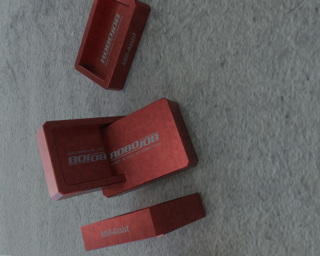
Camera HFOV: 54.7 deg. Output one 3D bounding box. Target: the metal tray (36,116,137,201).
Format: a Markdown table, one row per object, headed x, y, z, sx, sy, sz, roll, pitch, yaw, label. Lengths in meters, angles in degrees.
| x | y | z | sx | sy | sz | roll | pitch | yaw | label |
| --- | --- | --- | --- | --- | --- | --- | --- | --- | --- |
| -0.081 | 0.033 | 0.399 | 0.030 | 0.131 | 0.090 | -35 | 68 | 47 | metal tray |

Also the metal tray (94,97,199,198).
| x | y | z | sx | sy | sz | roll | pitch | yaw | label |
| --- | --- | --- | --- | --- | --- | --- | --- | --- | --- |
| -0.026 | 0.028 | 0.402 | 0.130 | 0.030 | 0.090 | -25 | 74 | 23 | metal tray |

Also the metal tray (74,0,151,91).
| x | y | z | sx | sy | sz | roll | pitch | yaw | label |
| --- | --- | --- | --- | --- | --- | --- | --- | --- | --- |
| -0.074 | -0.131 | 0.460 | 0.090 | 0.030 | 0.129 | 34 | 111 | 34 | metal tray |

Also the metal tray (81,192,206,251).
| x | y | z | sx | sy | sz | roll | pitch | yaw | label |
| --- | --- | --- | --- | --- | --- | --- | --- | --- | --- |
| -0.022 | 0.115 | 0.378 | 0.130 | 0.091 | 0.030 | -26 | 74 | 36 | metal tray |
